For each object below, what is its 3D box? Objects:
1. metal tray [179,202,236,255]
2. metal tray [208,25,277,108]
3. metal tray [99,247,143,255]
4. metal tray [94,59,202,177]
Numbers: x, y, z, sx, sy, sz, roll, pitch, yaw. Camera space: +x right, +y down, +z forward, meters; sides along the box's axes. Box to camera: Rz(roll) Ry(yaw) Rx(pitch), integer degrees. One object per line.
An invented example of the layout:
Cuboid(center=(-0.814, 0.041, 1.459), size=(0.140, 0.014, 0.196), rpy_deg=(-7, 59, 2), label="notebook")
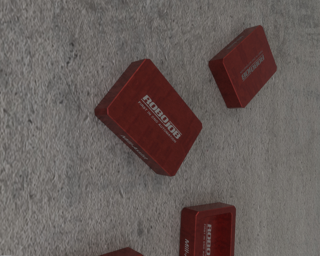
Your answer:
Cuboid(center=(0.071, 0.182, 0.461), size=(0.091, 0.030, 0.129), rpy_deg=(5, 87, -40), label="metal tray")
Cuboid(center=(0.143, -0.103, 0.521), size=(0.131, 0.030, 0.090), rpy_deg=(-44, 116, -31), label="metal tray")
Cuboid(center=(-0.077, 0.193, 0.337), size=(0.131, 0.030, 0.089), rpy_deg=(0, 90, -40), label="metal tray")
Cuboid(center=(-0.008, -0.011, 0.394), size=(0.130, 0.030, 0.090), rpy_deg=(48, 62, -30), label="metal tray")
